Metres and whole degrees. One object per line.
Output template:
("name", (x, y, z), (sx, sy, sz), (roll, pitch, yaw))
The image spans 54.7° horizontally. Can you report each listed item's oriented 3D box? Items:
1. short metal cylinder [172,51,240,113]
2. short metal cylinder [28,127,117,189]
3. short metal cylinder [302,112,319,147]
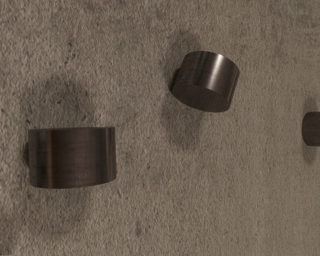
("short metal cylinder", (0.063, -0.061, 0.424), (0.080, 0.080, 0.050), (31, 71, -36))
("short metal cylinder", (-0.083, 0.025, 0.300), (0.081, 0.080, 0.050), (-3, 92, -40))
("short metal cylinder", (0.363, 0.002, 0.698), (0.081, 0.050, 0.079), (0, 90, -40))
